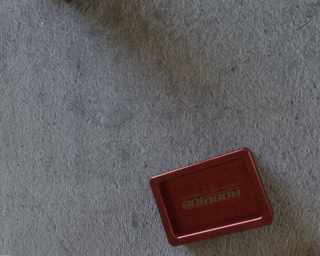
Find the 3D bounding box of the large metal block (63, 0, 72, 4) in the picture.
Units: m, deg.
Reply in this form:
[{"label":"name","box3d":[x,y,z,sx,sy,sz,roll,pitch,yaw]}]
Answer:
[{"label":"large metal block","box3d":[-0.133,-0.231,0.427,0.080,0.080,0.050,-34,79,17]}]

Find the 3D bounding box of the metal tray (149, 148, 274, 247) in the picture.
[{"label":"metal tray","box3d":[0.062,0.086,0.384,0.130,0.030,0.090,-20,83,18]}]
